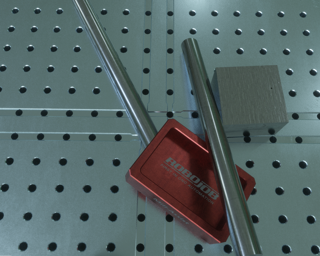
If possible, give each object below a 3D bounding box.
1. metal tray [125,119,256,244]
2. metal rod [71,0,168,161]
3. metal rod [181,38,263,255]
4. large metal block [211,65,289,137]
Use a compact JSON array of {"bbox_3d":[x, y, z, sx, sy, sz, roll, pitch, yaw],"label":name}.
[{"bbox_3d":[0.037,0.061,0.366,0.130,0.030,0.090,37,62,2],"label":"metal tray"},{"bbox_3d":[-0.063,-0.083,0.441,0.025,0.025,0.299,-25,72,-9],"label":"metal rod"},{"bbox_3d":[0.064,-0.001,0.374,0.025,0.025,0.299,-7,56,-3],"label":"metal rod"},{"bbox_3d":[0.115,-0.035,0.412,0.081,0.050,0.080,-3,70,-1],"label":"large metal block"}]
